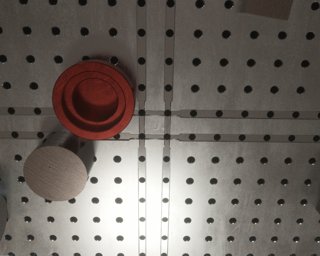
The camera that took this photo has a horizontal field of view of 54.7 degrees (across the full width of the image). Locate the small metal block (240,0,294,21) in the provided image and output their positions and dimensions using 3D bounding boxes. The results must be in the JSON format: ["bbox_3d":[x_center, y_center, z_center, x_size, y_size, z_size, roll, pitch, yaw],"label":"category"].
[{"bbox_3d":[0.127,-0.155,0.358,0.050,0.025,0.050,9,110,-4],"label":"small metal block"}]

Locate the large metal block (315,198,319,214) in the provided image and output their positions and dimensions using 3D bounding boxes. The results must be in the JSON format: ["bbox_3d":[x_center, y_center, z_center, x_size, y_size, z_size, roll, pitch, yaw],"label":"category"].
[{"bbox_3d":[0.286,0.103,0.442,0.081,0.050,0.079,10,110,-4],"label":"large metal block"}]

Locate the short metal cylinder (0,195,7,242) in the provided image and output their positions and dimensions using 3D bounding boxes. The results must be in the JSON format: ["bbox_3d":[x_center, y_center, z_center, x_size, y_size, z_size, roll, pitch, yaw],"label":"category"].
[{"bbox_3d":[-0.256,0.133,0.429,0.050,0.080,0.079,4,110,-2],"label":"short metal cylinder"}]

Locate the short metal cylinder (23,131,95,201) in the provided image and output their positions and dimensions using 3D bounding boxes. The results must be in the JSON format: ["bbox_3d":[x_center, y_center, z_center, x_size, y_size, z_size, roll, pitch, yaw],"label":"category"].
[{"bbox_3d":[-0.133,0.051,0.417,0.081,0.050,0.079,0,110,-1],"label":"short metal cylinder"}]

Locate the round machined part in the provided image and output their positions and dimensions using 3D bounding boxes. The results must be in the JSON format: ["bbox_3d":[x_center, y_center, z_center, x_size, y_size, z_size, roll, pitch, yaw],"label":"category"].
[{"bbox_3d":[-0.079,-0.037,0.389,0.099,0.042,0.097,0,110,-1],"label":"round machined part"}]
